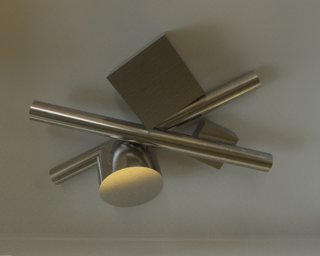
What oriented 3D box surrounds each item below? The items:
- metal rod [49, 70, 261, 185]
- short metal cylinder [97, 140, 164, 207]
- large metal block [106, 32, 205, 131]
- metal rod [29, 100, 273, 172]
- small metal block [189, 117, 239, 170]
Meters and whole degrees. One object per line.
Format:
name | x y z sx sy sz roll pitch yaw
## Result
metal rod | -0.013 0.003 0.410 0.301 0.025 0.025 -26 108 8
short metal cylinder | -0.040 0.058 0.402 0.081 0.050 0.079 -8 133 -9
large metal block | -0.004 -0.057 0.375 0.080 0.050 0.080 -34 107 11
metal rod | -0.006 0.012 0.387 0.302 0.025 0.025 13 110 -5
small metal block | 0.069 0.021 0.417 0.050 0.025 0.050 25 108 -10
